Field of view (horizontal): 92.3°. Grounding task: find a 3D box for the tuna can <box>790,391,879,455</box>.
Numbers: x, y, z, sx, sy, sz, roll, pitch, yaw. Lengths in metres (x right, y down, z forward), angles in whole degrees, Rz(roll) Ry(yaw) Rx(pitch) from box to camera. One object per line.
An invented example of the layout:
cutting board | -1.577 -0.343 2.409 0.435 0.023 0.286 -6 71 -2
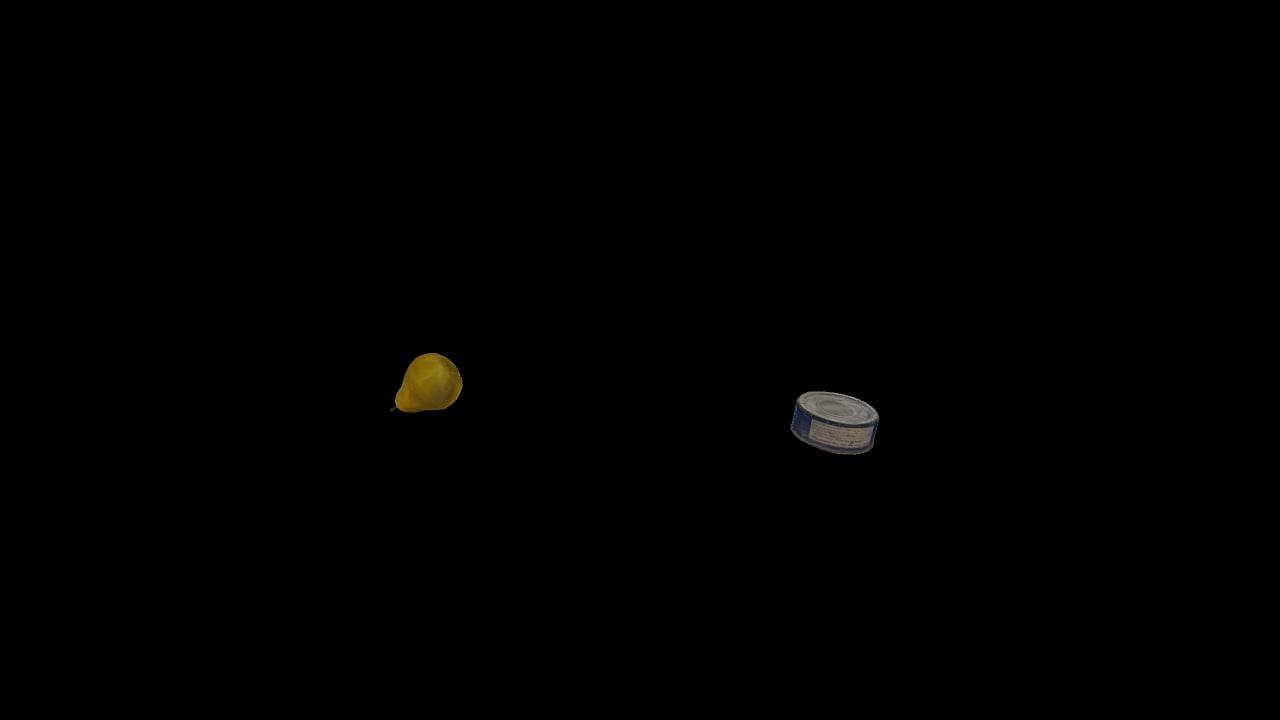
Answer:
tuna can | 0.200 0.062 0.633 0.084 0.034 0.084 5 20 -2

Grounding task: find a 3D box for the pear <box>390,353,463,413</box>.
pear | -0.297 0.043 0.828 0.111 0.080 0.080 -39 -3 4
